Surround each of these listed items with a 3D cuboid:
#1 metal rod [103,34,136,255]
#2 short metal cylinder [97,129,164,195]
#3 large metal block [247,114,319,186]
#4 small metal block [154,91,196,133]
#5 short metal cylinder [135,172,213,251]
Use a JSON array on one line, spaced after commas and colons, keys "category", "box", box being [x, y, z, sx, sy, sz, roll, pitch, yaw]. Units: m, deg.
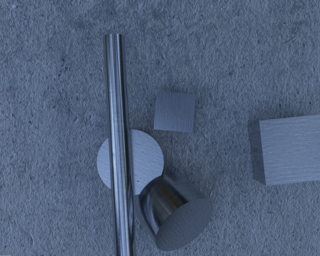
[{"category": "metal rod", "box": [-0.046, 0.043, 0.359, 0.025, 0.025, 0.298, -3, 90, -1]}, {"category": "short metal cylinder", "box": [-0.036, 0.041, 0.397, 0.081, 0.050, 0.079, 0, 90, -1]}, {"category": "large metal block", "box": [0.164, 0.026, 0.400, 0.081, 0.050, 0.079, -6, 90, -1]}, {"category": "small metal block", "box": [0.019, -0.021, 0.410, 0.050, 0.025, 0.050, 5, 90, -1]}, {"category": "short metal cylinder", "box": [0.017, 0.101, 0.377, 0.081, 0.050, 0.079, -19, 129, -24]}]
